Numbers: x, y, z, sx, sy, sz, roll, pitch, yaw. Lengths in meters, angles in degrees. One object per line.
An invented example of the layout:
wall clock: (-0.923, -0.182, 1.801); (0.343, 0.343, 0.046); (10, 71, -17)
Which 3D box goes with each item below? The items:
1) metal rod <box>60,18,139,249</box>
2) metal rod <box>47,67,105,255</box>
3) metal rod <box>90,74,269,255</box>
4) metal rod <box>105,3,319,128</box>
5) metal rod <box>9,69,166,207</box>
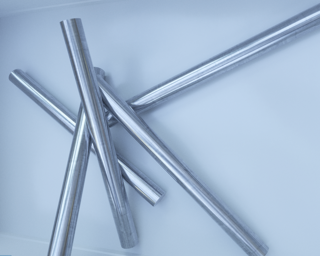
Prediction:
metal rod: (-0.073, 0.016, 0.395); (0.025, 0.025, 0.298); (-8, 103, 20)
metal rod: (-0.104, 0.055, 0.381); (0.025, 0.025, 0.299); (-5, 63, 20)
metal rod: (0.015, 0.044, 0.388); (0.300, 0.025, 0.025); (45, 104, 8)
metal rod: (0.056, -0.071, 0.390); (0.300, 0.025, 0.025); (-24, 82, 18)
metal rod: (-0.114, 0.006, 0.450); (0.300, 0.025, 0.025); (38, 102, 16)
